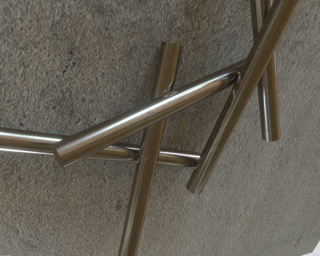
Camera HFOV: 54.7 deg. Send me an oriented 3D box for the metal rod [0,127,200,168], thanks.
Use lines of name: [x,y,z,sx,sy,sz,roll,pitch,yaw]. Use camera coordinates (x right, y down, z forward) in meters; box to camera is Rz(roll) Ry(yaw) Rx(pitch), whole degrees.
metal rod: [-0.069,0.028,0.386,0.302,0.025,0.025,10,114,-33]

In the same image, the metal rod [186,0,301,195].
metal rod: [0.097,-0.033,0.390,0.025,0.025,0.298,3,123,-30]

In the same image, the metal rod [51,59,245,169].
metal rod: [0.024,-0.034,0.356,0.302,0.025,0.025,-27,129,-29]

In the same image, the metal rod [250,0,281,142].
metal rod: [0.125,-0.116,0.373,0.025,0.025,0.298,-22,118,-15]

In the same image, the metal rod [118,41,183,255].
metal rod: [-0.016,0.044,0.391,0.025,0.025,0.298,4,106,-30]
